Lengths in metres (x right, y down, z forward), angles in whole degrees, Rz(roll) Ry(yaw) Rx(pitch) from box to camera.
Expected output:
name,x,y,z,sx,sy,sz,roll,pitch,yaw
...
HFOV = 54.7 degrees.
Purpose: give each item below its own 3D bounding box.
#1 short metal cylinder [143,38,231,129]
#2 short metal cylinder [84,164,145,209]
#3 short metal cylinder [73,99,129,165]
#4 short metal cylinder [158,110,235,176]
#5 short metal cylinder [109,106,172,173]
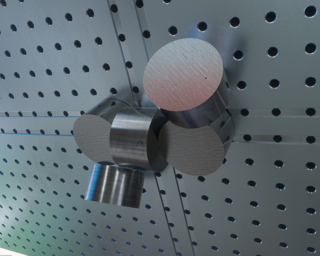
name,x,y,z,sx,sy,sz,roll,pitch,yaw
short metal cylinder,0.029,-0.045,0.323,0.080,0.080,0.050,8,164,23
short metal cylinder,-0.065,0.086,0.454,0.080,0.050,0.080,9,165,3
short metal cylinder,-0.073,0.006,0.434,0.080,0.050,0.079,13,124,20
short metal cylinder,0.045,0.011,0.376,0.080,0.050,0.079,13,124,20
short metal cylinder,-0.020,0.014,0.393,0.050,0.080,0.079,5,121,25
